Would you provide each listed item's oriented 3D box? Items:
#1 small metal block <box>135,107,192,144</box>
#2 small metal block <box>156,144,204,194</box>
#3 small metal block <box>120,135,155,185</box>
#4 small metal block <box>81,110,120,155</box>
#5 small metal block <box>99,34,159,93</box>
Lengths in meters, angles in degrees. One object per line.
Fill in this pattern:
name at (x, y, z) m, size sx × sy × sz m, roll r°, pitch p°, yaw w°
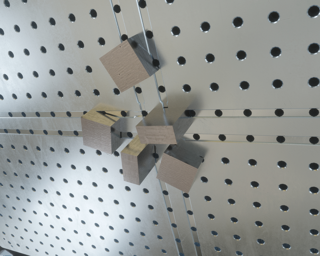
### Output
small metal block at (0.006, -0.003, 0.390) m, size 0.050 × 0.050 × 0.025 m, roll -1°, pitch 118°, yaw 29°
small metal block at (0.027, 0.056, 0.432) m, size 0.050 × 0.025 × 0.050 m, roll 25°, pitch 127°, yaw 13°
small metal block at (-0.030, 0.044, 0.438) m, size 0.025 × 0.050 × 0.050 m, roll 12°, pitch 124°, yaw 22°
small metal block at (-0.088, 0.006, 0.462) m, size 0.050 × 0.025 × 0.050 m, roll 16°, pitch 125°, yaw 19°
small metal block at (-0.038, -0.079, 0.383) m, size 0.050 × 0.025 × 0.050 m, roll -23°, pitch 106°, yaw 36°
